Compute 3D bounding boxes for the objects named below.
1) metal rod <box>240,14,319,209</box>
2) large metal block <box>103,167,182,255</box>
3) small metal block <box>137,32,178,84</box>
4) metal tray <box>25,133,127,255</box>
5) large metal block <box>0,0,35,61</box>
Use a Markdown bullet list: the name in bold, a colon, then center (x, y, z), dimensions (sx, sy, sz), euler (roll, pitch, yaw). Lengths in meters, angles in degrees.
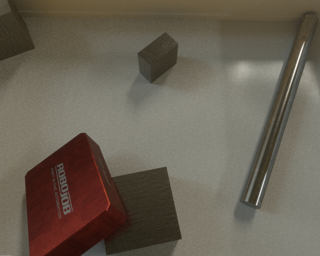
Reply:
- **metal rod**: center (0.169, -0.036, 0.424), dimensions (0.025, 0.025, 0.300), euler (22, 71, 7)
- **large metal block**: center (-0.024, 0.096, 0.361), dimensions (0.081, 0.050, 0.080), euler (-11, 71, -4)
- **small metal block**: center (-0.003, -0.097, 0.432), dimensions (0.050, 0.050, 0.025), euler (-41, 75, -14)
- **metal tray**: center (-0.097, 0.072, 0.334), dimensions (0.090, 0.030, 0.130), euler (-36, 40, 1)
- **large metal block**: center (-0.234, -0.138, 0.428), dimensions (0.080, 0.080, 0.050), euler (-23, 72, -9)
